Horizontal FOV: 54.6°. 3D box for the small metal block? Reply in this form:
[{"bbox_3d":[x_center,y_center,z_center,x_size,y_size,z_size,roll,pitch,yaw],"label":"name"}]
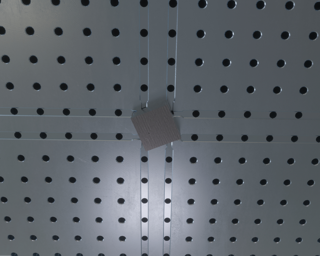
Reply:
[{"bbox_3d":[-0.005,-0.003,0.412,0.050,0.025,0.050,-21,109,7],"label":"small metal block"}]
